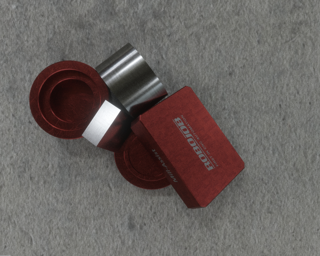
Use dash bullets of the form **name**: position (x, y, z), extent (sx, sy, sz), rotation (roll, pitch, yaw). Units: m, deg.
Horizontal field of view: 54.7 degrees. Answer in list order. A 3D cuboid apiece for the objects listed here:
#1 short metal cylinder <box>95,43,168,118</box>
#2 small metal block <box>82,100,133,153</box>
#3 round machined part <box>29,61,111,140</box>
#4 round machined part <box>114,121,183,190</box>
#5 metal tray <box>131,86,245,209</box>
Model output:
- **short metal cylinder**: position (-0.035, -0.057, 0.384), extent (0.050, 0.080, 0.080), rotation (-38, 90, 0)
- **small metal block**: position (-0.060, 0.000, 0.380), extent (0.025, 0.050, 0.050), rotation (33, 90, 24)
- **round machined part**: position (-0.111, -0.035, 0.401), extent (0.099, 0.042, 0.097), rotation (0, 90, -1)
- **round machined part**: position (-0.011, 0.032, 0.402), extent (0.099, 0.042, 0.097), rotation (0, 90, -1)
- **metal tray**: position (0.037, 0.022, 0.387), extent (0.091, 0.030, 0.130), rotation (-36, 90, -32)
